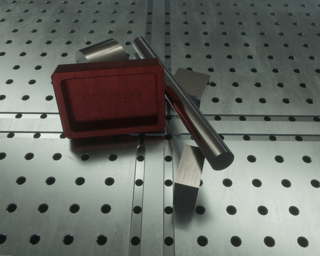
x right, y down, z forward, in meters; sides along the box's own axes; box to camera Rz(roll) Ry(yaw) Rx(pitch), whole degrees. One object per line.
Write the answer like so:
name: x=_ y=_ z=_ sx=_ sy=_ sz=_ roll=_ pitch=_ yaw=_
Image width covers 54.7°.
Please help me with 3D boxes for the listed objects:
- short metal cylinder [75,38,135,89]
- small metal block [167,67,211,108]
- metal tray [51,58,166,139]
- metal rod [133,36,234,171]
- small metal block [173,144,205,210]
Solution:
short metal cylinder: x=-0.078 y=-0.080 z=0.438 sx=0.050 sy=0.080 sz=0.080 roll=-28 pitch=56 yaw=-22
small metal block: x=0.042 y=-0.059 z=0.458 sx=0.050 sy=0.025 sz=0.050 roll=17 pitch=52 yaw=13
metal tray: x=-0.060 y=-0.037 z=0.392 sx=0.131 sy=0.089 sz=0.030 roll=-5 pitch=29 yaw=-5
metal rod: x=0.014 y=-0.055 z=0.417 sx=0.025 sy=0.025 sz=0.300 roll=-15 pitch=41 yaw=-12
small metal block: x=0.033 y=0.055 z=0.346 sx=0.025 sy=0.050 sz=0.050 roll=12 pitch=51 yaw=9
